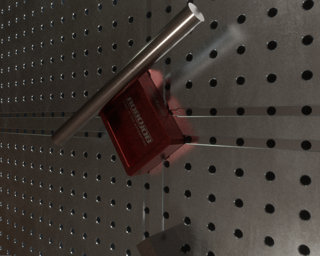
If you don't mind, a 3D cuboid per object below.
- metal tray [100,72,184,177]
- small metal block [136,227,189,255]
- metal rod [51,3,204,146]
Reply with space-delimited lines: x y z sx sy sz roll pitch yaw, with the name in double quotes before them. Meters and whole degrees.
"metal tray" -0.033 -0.010 0.431 0.090 0.030 0.130 -42 65 31
"small metal block" 0.006 0.158 0.387 0.025 0.050 0.050 -44 64 31
"metal rod" -0.062 -0.054 0.418 0.299 0.025 0.025 -35 69 34
